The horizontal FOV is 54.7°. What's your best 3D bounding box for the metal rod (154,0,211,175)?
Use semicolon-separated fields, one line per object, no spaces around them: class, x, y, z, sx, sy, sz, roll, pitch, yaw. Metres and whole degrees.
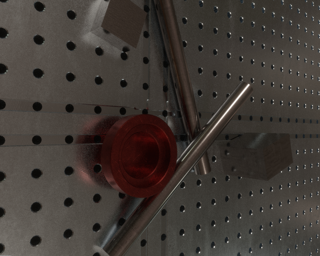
metal rod;0.029;-0.076;0.435;0.025;0.025;0.298;-24;105;-38

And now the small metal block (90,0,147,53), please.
small metal block;-0.048;-0.127;0.370;0.050;0.025;0.050;25;74;-38

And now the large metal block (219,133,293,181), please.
large metal block;0.158;0.043;0.509;0.081;0.080;0.050;-20;103;-39

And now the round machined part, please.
round machined part;-0.029;0.032;0.376;0.099;0.042;0.097;0;90;-40

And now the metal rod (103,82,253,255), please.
metal rod;0.036;0.045;0.416;0.301;0.025;0.025;-48;119;-20
